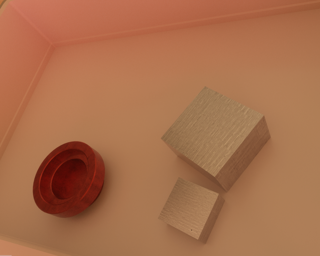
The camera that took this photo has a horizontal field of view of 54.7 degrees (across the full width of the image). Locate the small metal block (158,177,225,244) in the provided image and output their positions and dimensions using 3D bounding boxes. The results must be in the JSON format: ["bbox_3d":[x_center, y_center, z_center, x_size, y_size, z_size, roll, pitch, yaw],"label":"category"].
[{"bbox_3d":[0.034,0.088,0.333,0.050,0.025,0.050,18,71,34],"label":"small metal block"}]

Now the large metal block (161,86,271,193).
[{"bbox_3d":[0.063,0.011,0.349,0.080,0.050,0.080,35,81,38],"label":"large metal block"}]

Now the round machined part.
[{"bbox_3d":[-0.114,0.070,0.410,0.098,0.042,0.098,-13,56,20],"label":"round machined part"}]

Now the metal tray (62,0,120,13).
[{"bbox_3d":[-0.134,-0.288,0.649,0.130,0.030,0.090,10,67,32],"label":"metal tray"}]
